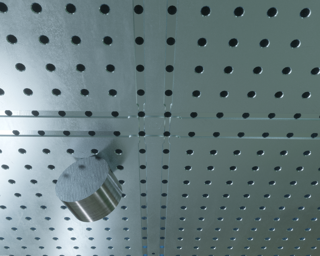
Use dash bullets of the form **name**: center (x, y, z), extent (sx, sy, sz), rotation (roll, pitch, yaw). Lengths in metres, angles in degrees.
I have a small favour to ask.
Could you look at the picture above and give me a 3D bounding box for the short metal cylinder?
- **short metal cylinder**: center (-0.102, 0.088, 0.449), extent (0.080, 0.080, 0.050), rotation (-14, 129, 11)
